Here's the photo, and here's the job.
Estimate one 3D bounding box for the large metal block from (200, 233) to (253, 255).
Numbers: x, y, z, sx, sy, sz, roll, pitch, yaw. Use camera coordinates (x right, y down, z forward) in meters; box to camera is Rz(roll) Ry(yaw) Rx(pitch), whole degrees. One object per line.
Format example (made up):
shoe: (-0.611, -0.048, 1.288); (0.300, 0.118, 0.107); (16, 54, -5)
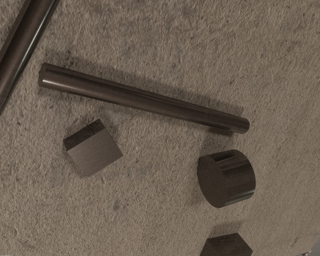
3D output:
large metal block: (0.129, 0.267, 0.629); (0.081, 0.050, 0.079); (1, 118, -30)

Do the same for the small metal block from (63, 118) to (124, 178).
small metal block: (-0.081, 0.025, 0.379); (0.050, 0.025, 0.050); (-33, 129, -7)

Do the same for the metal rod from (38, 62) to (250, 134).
metal rod: (0.005, -0.028, 0.393); (0.302, 0.025, 0.025); (12, 112, -34)

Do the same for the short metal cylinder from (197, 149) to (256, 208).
short metal cylinder: (0.100, 0.077, 0.476); (0.050, 0.080, 0.079); (-11, 123, -23)

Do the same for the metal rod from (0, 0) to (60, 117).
metal rod: (-0.122, -0.089, 0.285); (0.025, 0.025, 0.299); (24, 105, -37)
